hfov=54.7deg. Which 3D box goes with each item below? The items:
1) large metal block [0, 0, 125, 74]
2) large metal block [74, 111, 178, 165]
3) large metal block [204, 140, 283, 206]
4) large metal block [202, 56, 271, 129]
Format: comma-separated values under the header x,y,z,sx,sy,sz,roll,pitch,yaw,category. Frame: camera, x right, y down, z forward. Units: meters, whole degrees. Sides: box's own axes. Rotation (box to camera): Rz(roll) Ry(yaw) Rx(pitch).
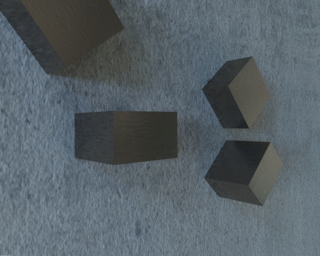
x,y,z,sx,sy,sz,roll,pitch,yaw,category
-0.097,-0.112,0.308,0.080,0.050,0.080,-46,118,-30,large metal block
-0.038,0.008,0.339,0.081,0.080,0.050,-2,91,-40,large metal block
0.130,0.066,0.481,0.050,0.080,0.080,52,59,-28,large metal block
0.124,-0.055,0.495,0.080,0.050,0.080,-48,119,-29,large metal block
